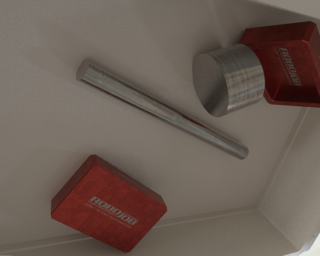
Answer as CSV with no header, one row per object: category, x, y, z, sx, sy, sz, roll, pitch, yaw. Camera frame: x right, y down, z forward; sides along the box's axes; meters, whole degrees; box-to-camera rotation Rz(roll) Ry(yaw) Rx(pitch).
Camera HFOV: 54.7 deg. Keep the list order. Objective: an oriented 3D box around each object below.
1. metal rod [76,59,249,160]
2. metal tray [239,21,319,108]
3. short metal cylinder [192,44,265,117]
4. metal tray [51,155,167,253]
metal rod,0.027,-0.010,0.418,0.301,0.025,0.025,25,105,-37
metal tray,0.169,-0.078,0.410,0.130,0.090,0.030,44,66,-40
short metal cylinder,0.082,-0.059,0.384,0.050,0.080,0.079,-20,126,-17
metal tray,-0.066,0.106,0.419,0.130,0.030,0.090,38,96,-27
